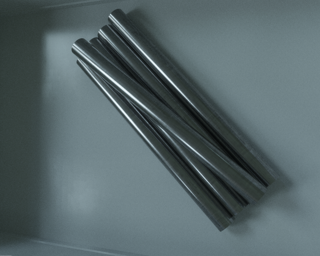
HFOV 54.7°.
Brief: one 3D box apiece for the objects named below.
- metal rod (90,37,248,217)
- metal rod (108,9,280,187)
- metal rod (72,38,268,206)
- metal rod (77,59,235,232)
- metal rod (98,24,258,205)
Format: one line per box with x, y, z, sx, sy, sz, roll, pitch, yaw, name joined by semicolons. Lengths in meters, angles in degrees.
0.001;-0.011;0.409;0.025;0.025;0.300;-45;76;14;metal rod
0.034;-0.046;0.397;0.025;0.025;0.300;-45;76;14;metal rod
0.000;-0.017;0.382;0.300;0.025;0.025;40;103;15;metal rod
-0.013;0.009;0.414;0.025;0.025;0.300;-45;76;14;metal rod
0.019;-0.026;0.402;0.025;0.025;0.300;-45;76;14;metal rod
